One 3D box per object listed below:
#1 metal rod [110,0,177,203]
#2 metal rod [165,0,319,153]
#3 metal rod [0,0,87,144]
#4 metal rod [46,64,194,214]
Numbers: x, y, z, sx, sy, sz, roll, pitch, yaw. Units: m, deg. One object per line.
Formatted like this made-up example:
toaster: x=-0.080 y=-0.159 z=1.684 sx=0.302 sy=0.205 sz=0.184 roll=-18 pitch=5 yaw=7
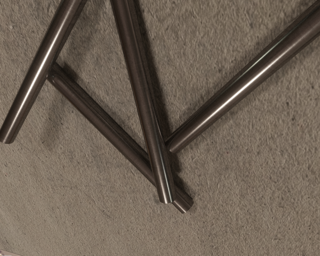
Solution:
metal rod: x=-0.019 y=-0.039 z=0.376 sx=0.025 sy=0.025 sz=0.298 roll=-1 pitch=114 yaw=28
metal rod: x=0.100 y=-0.058 z=0.317 sx=0.025 sy=0.025 sz=0.299 roll=44 pitch=129 yaw=-2
metal rod: x=-0.153 y=-0.083 z=0.404 sx=0.025 sy=0.025 sz=0.298 roll=41 pitch=120 yaw=0
metal rod: x=-0.064 y=0.010 z=0.445 sx=0.300 sy=0.025 sz=0.025 roll=45 pitch=129 yaw=-4
